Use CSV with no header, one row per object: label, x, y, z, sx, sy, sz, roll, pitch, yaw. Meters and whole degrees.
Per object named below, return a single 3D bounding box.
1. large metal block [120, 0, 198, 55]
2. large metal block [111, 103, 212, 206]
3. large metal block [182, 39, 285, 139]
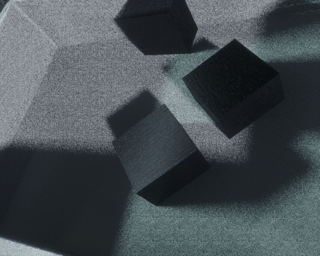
large metal block,0.001,-0.156,0.466,0.080,0.080,0.050,6,65,31
large metal block,0.000,0.032,0.370,0.080,0.050,0.080,-36,51,4
large metal block,0.087,-0.048,0.373,0.080,0.050,0.080,-37,51,3
